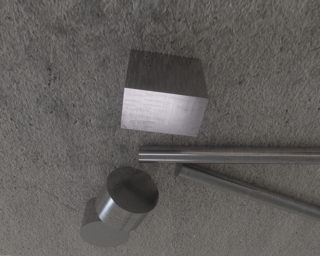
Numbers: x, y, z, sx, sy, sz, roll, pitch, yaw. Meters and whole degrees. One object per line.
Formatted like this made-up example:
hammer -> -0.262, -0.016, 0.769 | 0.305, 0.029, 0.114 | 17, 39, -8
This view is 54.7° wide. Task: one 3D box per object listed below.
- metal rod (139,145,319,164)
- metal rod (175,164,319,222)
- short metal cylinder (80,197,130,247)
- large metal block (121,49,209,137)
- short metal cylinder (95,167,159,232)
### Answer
metal rod -> 0.122, 0.039, 0.441 | 0.302, 0.025, 0.025 | 1, 130, -1
metal rod -> 0.163, 0.109, 0.501 | 0.302, 0.025, 0.025 | 20, 127, -17
short metal cylinder -> -0.090, 0.159, 0.525 | 0.081, 0.050, 0.079 | 0, 130, 0
large metal block -> 0.003, -0.040, 0.337 | 0.081, 0.080, 0.050 | 7, 130, -6
short metal cylinder -> -0.049, 0.104, 0.460 | 0.080, 0.080, 0.050 | 20, 127, -17
